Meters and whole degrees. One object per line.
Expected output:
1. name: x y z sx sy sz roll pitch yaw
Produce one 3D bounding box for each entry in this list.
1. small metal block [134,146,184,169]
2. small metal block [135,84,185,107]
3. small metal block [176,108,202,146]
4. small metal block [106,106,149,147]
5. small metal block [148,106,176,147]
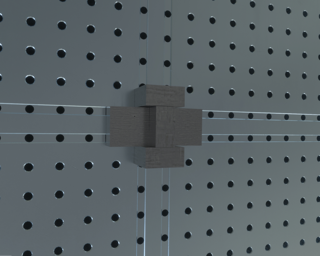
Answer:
1. small metal block: -0.002 0.036 0.399 0.050 0.050 0.025 1 90 -20
2. small metal block: -0.001 -0.039 0.399 0.050 0.050 0.025 1 90 -20
3. small metal block: 0.029 -0.001 0.424 0.050 0.025 0.050 1 90 -21
4. small metal block: -0.042 -0.002 0.398 0.050 0.025 0.050 1 90 -21
5. small metal block: -0.002 -0.002 0.399 0.025 0.050 0.050 1 90 -20
